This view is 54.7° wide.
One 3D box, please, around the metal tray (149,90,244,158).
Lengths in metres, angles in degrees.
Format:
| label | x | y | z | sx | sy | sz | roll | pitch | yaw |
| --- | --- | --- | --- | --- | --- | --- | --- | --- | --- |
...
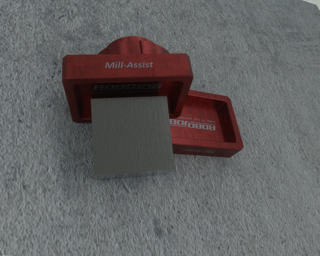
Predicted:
| label | x | y | z | sx | sy | sz | roll | pitch | yaw |
| --- | --- | --- | --- | --- | --- | --- | --- | --- | --- |
| metal tray | 0.048 | -0.008 | 0.435 | 0.131 | 0.030 | 0.090 | 6 | 59 | -25 |

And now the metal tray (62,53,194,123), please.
| label | x | y | z | sx | sy | sz | roll | pitch | yaw |
| --- | --- | --- | --- | --- | --- | --- | --- | --- | --- |
| metal tray | -0.036 | -0.042 | 0.349 | 0.131 | 0.090 | 0.030 | -3 | 63 | -9 |

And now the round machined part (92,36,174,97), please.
| label | x | y | z | sx | sy | sz | roll | pitch | yaw |
| --- | --- | --- | --- | --- | --- | --- | --- | --- | --- |
| round machined part | -0.032 | -0.071 | 0.372 | 0.099 | 0.097 | 0.042 | 6 | 59 | -26 |

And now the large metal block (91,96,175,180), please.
| label | x | y | z | sx | sy | sz | roll | pitch | yaw |
| --- | --- | --- | --- | --- | --- | --- | --- | --- | --- |
| large metal block | -0.032 | 0.012 | 0.342 | 0.081 | 0.050 | 0.080 | -3 | 75 | -10 |

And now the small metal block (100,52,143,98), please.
| label | x | y | z | sx | sy | sz | roll | pitch | yaw |
| --- | --- | --- | --- | --- | --- | --- | --- | --- | --- |
| small metal block | -0.053 | -0.071 | 0.422 | 0.050 | 0.025 | 0.050 | 6 | 59 | -25 |
